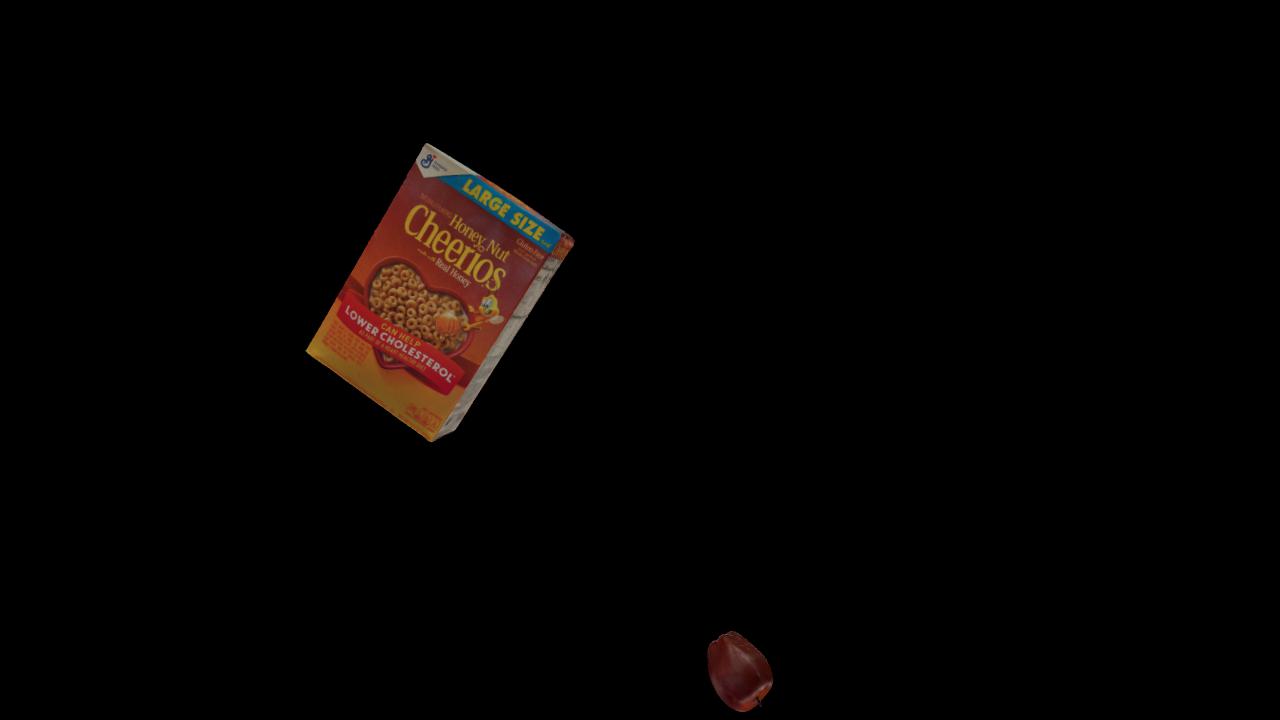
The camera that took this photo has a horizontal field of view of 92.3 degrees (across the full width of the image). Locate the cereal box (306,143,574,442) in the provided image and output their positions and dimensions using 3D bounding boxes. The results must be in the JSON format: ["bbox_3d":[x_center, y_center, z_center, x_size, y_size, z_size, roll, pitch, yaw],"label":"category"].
[{"bbox_3d":[-0.248,-0.081,0.767,0.203,0.306,0.081,35,9,4],"label":"cereal box"}]

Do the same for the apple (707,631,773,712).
[{"bbox_3d":[0.127,0.404,0.796,0.079,0.079,0.093,0,36,-40],"label":"apple"}]
